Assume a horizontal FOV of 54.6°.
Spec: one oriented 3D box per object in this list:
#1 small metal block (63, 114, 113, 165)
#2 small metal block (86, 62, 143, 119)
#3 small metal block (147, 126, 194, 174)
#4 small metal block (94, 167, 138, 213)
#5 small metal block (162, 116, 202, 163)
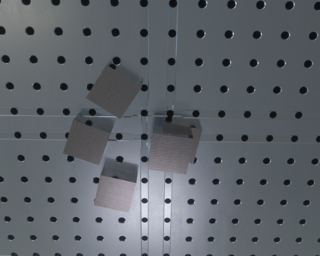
[{"bbox_3d":[-0.096,0.016,0.418,0.050,0.025,0.050,20,109,-7],"label":"small metal block"},{"bbox_3d":[-0.057,-0.048,0.395,0.050,0.025,0.050,33,107,-11],"label":"small metal block"},{"bbox_3d":[0.013,0.028,0.397,0.050,0.025,0.050,8,110,-3],"label":"small metal block"},{"bbox_3d":[-0.063,0.088,0.445,0.050,0.025,0.050,14,110,-5],"label":"small metal block"},{"bbox_3d":[0.025,0.016,0.419,0.050,0.025,0.050,11,110,-4],"label":"small metal block"}]
